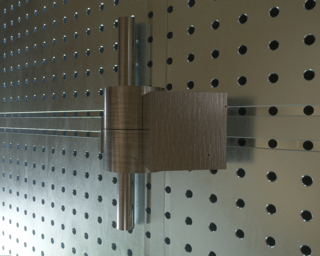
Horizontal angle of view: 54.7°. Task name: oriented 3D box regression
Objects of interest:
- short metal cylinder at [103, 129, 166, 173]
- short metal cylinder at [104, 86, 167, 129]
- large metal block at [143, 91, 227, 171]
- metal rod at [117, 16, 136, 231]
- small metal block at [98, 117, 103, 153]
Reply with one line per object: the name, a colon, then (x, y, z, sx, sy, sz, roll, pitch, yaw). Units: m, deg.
short metal cylinder: (-0.031, 0.027, 0.394, 0.080, 0.081, 0.050, 1, 91, 40)
short metal cylinder: (-0.031, -0.024, 0.393, 0.080, 0.081, 0.050, 1, 91, 40)
large metal block: (0.025, 0.003, 0.338, 0.050, 0.081, 0.079, -175, 85, -78)
metal rod: (-0.048, -0.006, 0.443, 0.025, 0.025, 0.298, 1, 90, 40)
small metal block: (-0.075, 0.010, 0.452, 0.050, 0.025, 0.050, 180, 91, -75)
